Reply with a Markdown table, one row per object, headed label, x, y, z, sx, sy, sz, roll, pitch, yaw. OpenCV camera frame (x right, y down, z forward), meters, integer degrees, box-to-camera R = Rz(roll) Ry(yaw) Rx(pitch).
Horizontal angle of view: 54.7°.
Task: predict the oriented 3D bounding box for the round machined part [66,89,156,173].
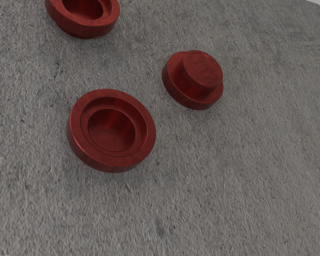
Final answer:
| label | x | y | z | sx | sy | sz | roll | pitch | yaw |
| --- | --- | --- | --- | --- | --- | --- | --- | --- | --- |
| round machined part | -0.058 | 0.007 | 0.358 | 0.099 | 0.042 | 0.098 | 14 | 56 | -21 |

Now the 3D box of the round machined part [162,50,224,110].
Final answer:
| label | x | y | z | sx | sy | sz | roll | pitch | yaw |
| --- | --- | --- | --- | --- | --- | --- | --- | --- | --- |
| round machined part | 0.056 | -0.079 | 0.471 | 0.099 | 0.042 | 0.098 | 14 | 56 | -21 |

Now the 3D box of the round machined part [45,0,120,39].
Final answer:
| label | x | y | z | sx | sy | sz | roll | pitch | yaw |
| --- | --- | --- | --- | --- | --- | --- | --- | --- | --- |
| round machined part | -0.110 | -0.164 | 0.434 | 0.099 | 0.042 | 0.098 | 14 | 56 | -21 |
